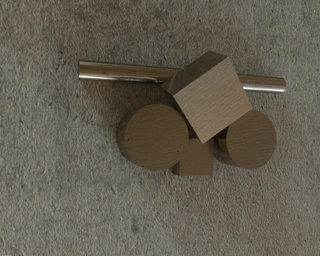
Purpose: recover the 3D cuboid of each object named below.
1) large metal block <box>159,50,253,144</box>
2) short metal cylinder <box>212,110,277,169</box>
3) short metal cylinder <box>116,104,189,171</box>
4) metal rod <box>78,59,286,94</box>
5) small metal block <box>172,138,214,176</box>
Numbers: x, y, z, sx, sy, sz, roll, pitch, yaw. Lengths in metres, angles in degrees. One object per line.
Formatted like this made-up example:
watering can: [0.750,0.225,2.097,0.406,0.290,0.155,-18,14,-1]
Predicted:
large metal block: [0.060,-0.041,0.400,0.080,0.050,0.080,-36,119,-3]
short metal cylinder: [0.115,0.016,0.439,0.081,0.050,0.079,0,90,-20]
short metal cylinder: [-0.011,0.011,0.392,0.081,0.050,0.079,0,90,-20]
metal rod: [0.044,-0.068,0.426,0.302,0.025,0.025,1,90,-20]
small metal block: [0.046,0.039,0.428,0.050,0.025,0.050,2,89,-20]
